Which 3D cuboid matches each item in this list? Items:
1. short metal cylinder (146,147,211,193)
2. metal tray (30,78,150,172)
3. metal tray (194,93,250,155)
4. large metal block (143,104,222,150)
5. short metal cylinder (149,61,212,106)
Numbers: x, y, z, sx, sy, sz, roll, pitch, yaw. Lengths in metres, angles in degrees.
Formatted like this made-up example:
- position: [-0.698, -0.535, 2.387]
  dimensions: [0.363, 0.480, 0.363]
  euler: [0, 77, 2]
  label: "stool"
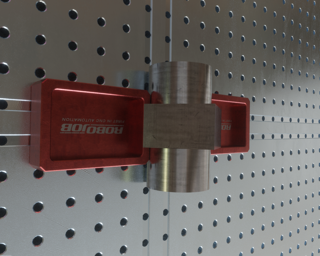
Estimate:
- position: [0.023, 0.049, 0.393]
  dimensions: [0.081, 0.080, 0.050]
  euler: [2, 89, -40]
  label: "short metal cylinder"
- position: [-0.072, -0.002, 0.345]
  dimensions: [0.131, 0.030, 0.089]
  euler: [1, 89, -40]
  label: "metal tray"
- position: [0.089, -0.006, 0.480]
  dimensions: [0.131, 0.030, 0.089]
  euler: [1, 89, -40]
  label: "metal tray"
- position: [0.031, -0.001, 0.380]
  dimensions: [0.080, 0.080, 0.050]
  euler: [7, 85, -74]
  label: "large metal block"
- position: [0.025, -0.051, 0.394]
  dimensions: [0.081, 0.080, 0.050]
  euler: [2, 89, -40]
  label: "short metal cylinder"
